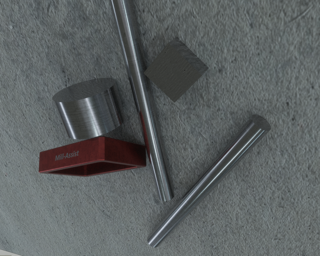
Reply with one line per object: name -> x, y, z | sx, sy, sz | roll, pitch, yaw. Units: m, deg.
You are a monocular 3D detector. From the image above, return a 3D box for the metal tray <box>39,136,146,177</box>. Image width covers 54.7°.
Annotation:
metal tray -> -0.096, 0.045, 0.442 | 0.130, 0.090, 0.030 | -14, 71, 33

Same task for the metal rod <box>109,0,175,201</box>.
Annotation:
metal rod -> -0.019, -0.030, 0.396 | 0.025, 0.025, 0.298 | 2, 120, 27

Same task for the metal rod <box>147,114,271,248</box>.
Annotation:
metal rod -> 0.051, 0.093, 0.436 | 0.025, 0.025, 0.298 | 35, 129, 4

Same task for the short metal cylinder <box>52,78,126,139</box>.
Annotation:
short metal cylinder -> -0.090, -0.027, 0.400 | 0.080, 0.080, 0.050 | 1, 119, 27

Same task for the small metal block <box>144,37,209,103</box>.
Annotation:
small metal block -> 0.018, -0.066, 0.355 | 0.050, 0.025, 0.050 | 44, 129, -3
